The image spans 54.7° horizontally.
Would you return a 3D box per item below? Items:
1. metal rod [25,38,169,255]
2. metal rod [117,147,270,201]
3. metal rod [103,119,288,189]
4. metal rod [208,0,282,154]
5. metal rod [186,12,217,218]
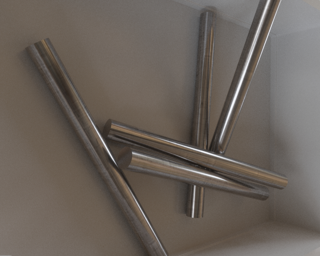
[{"bbox_3d":[-0.061,0.043,0.355,0.025,0.025,0.299,-39,114,-33],"label":"metal rod"},{"bbox_3d":[0.069,0.072,0.429,0.302,0.025,0.025,20,77,-41],"label":"metal rod"},{"bbox_3d":[0.066,0.043,0.425,0.302,0.025,0.025,18,78,-27],"label":"metal rod"},{"bbox_3d":[0.111,-0.065,0.417,0.025,0.025,0.298,-4,119,-40],"label":"metal rod"},{"bbox_3d":[0.062,-0.021,0.457,0.025,0.025,0.298,7,85,-40],"label":"metal rod"}]
